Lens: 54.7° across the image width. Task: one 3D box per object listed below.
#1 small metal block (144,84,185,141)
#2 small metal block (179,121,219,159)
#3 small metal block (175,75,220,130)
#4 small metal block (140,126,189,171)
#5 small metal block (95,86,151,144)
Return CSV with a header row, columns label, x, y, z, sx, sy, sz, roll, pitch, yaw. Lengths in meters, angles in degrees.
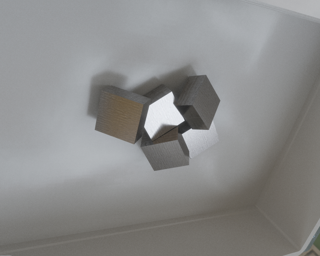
label,x,y,z,sx,sy,sz,roll,pitch,yaw
small metal block,-0.003,-0.019,0.394,0.050,0.025,0.050,-33,129,-7
small metal block,0.052,0.008,0.442,0.050,0.025,0.050,-31,129,-8
small metal block,0.051,-0.032,0.401,0.050,0.025,0.050,51,53,-40
small metal block,0.008,0.029,0.415,0.050,0.025,0.050,-12,130,17
small metal block,-0.043,-0.016,0.357,0.050,0.025,0.050,20,114,10
